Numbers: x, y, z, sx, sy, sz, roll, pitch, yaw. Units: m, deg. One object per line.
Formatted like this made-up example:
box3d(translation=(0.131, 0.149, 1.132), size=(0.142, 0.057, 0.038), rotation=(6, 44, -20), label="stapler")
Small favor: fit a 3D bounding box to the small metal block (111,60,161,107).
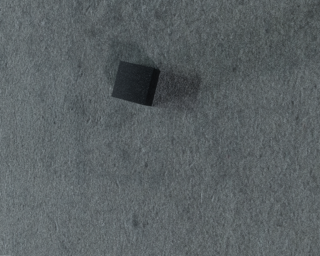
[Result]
box3d(translation=(-0.033, -0.060, 0.421), size=(0.050, 0.025, 0.050), rotation=(16, 95, 19), label="small metal block")
